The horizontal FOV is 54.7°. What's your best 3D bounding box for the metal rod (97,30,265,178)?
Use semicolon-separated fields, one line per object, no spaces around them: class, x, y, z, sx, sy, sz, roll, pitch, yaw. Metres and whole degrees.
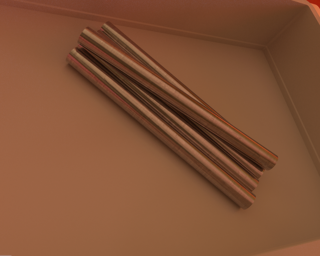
metal rod;0.024;-0.031;0.435;0.300;0.025;0.025;40;51;-1

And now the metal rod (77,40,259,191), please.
metal rod;0.011;-0.017;0.420;0.300;0.025;0.025;40;51;-1

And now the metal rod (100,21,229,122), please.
metal rod;0.034;-0.048;0.451;0.300;0.025;0.025;40;51;-1

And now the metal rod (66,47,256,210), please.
metal rod;0.002;0.001;0.404;0.300;0.025;0.025;40;51;-1

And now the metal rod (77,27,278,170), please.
metal rod;0.028;-0.035;0.407;0.301;0.025;0.025;33;51;-6
